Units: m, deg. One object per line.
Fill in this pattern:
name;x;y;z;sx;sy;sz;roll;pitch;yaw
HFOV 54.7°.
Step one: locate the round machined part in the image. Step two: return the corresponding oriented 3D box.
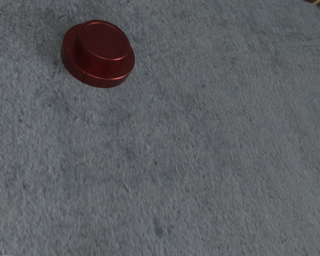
round machined part;-0.079;-0.105;0.416;0.099;0.042;0.098;14;56;-21
